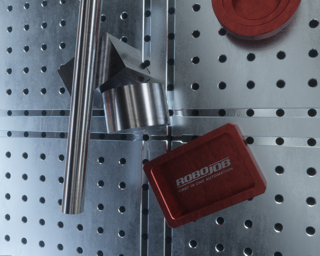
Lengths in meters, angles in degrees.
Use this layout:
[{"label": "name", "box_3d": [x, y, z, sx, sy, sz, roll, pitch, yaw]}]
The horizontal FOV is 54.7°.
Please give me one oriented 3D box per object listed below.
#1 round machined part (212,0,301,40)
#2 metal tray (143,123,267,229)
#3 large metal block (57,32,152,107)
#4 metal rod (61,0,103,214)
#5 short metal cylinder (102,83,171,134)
[{"label": "round machined part", "box_3d": [0.113, -0.151, 0.364, 0.098, 0.042, 0.097, 0, 90, 20]}, {"label": "metal tray", "box_3d": [0.054, 0.060, 0.390, 0.130, 0.030, 0.090, -27, 81, 17]}, {"label": "large metal block", "box_3d": [-0.070, -0.071, 0.408, 0.080, 0.080, 0.050, -33, 80, 17]}, {"label": "metal rod", "box_3d": [-0.088, -0.051, 0.358, 0.025, 0.025, 0.298, 6, 92, 20]}, {"label": "short metal cylinder", "box_3d": [-0.030, -0.023, 0.394, 0.080, 0.080, 0.050, -10, 87, 20]}]
